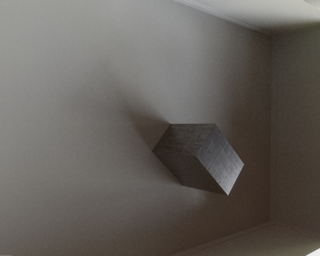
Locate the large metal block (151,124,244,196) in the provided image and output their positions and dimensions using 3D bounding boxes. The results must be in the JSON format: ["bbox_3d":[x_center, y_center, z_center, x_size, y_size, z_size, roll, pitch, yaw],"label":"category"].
[{"bbox_3d":[0.050,0.040,0.412,0.080,0.080,0.050,50,61,-29],"label":"large metal block"}]
